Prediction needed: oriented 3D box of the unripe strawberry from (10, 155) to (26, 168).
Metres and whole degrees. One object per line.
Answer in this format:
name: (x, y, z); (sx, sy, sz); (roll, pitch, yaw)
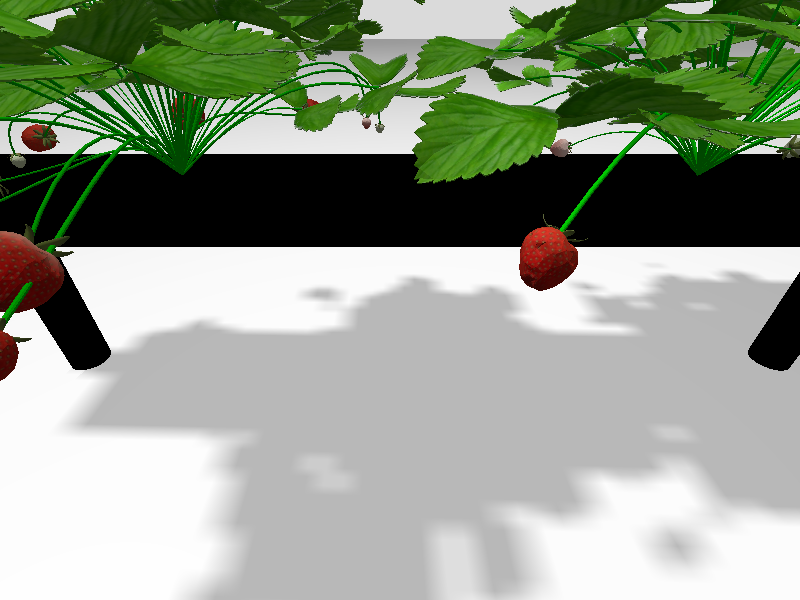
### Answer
unripe strawberry: (-0.333, -0.121, 0.349); (0.010, 0.011, 0.011); (1, 35, 2)

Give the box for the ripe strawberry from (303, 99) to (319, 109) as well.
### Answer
ripe strawberry: (-0.113, -0.238, 0.508); (0.035, 0.031, 0.032); (12, 36, 17)

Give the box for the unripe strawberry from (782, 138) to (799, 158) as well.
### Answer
unripe strawberry: (0.384, -0.148, 0.389); (0.017, 0.018, 0.016); (-13, 37, -20)

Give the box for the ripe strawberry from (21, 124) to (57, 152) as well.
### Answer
ripe strawberry: (-0.366, -0.164, 0.405); (0.029, 0.024, 0.029); (6, 34, 24)

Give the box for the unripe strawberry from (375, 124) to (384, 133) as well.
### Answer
unripe strawberry: (-0.023, -0.197, 0.460); (0.010, 0.010, 0.009); (-26, 42, -32)

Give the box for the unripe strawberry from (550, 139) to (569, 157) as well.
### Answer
unripe strawberry: (0.157, -0.149, 0.393); (0.017, 0.017, 0.016); (6, 33, 31)

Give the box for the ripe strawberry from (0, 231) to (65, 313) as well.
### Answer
ripe strawberry: (-0.171, -0.010, 0.175); (0.031, 0.034, 0.035); (-3, -38, -4)

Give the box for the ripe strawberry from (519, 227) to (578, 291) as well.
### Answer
ripe strawberry: (0.069, -0.019, 0.193); (0.027, 0.029, 0.030); (31, -1, 37)

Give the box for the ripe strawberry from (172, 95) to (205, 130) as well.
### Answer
ripe strawberry: (-0.253, -0.224, 0.479); (0.036, 0.041, 0.039); (-12, 36, -17)

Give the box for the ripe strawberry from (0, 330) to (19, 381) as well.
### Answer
ripe strawberry: (-0.151, 0.022, 0.140); (0.024, 0.025, 0.026); (-5, 36, -7)
